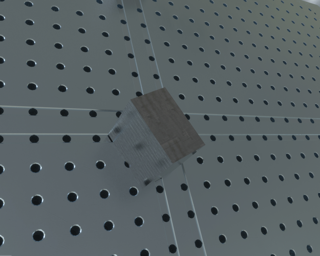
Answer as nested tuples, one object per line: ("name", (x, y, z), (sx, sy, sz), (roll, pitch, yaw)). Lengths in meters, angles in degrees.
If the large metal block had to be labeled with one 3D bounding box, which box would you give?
("large metal block", (-0.007, 0.013, 0.361), (0.050, 0.080, 0.080), (-25, 76, -37))
